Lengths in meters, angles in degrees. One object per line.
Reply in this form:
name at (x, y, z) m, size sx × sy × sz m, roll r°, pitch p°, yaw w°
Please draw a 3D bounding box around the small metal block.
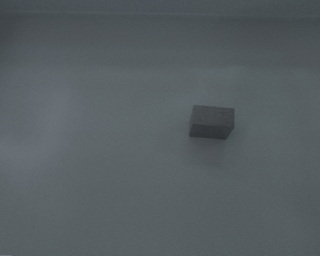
small metal block at (0.065, -0.006, 0.400) m, size 0.050 × 0.050 × 0.025 m, roll 5°, pitch 70°, yaw 1°
